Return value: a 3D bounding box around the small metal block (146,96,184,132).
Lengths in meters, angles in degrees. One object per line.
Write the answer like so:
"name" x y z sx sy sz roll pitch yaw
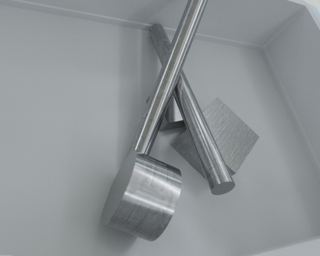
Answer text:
"small metal block" 0.016 -0.026 0.432 0.050 0.025 0.050 -11 68 -33

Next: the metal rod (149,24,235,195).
"metal rod" 0.029 -0.049 0.405 0.025 0.025 0.300 6 44 -25

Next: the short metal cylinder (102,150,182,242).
"short metal cylinder" -0.020 0.069 0.319 0.050 0.080 0.080 25 53 -13

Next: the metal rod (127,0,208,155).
"metal rod" 0.022 -0.095 0.399 0.025 0.025 0.299 24 78 -14

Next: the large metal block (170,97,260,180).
"large metal block" 0.075 0.018 0.421 0.080 0.050 0.080 44 51 2
